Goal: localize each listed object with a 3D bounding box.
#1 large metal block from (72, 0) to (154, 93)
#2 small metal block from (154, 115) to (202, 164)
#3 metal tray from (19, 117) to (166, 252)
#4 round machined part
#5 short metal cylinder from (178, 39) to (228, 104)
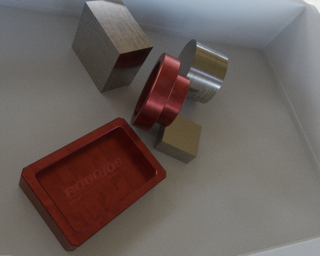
[{"bbox_3d":[-0.065,-0.105,0.401,0.050,0.080,0.080,-24,75,-37],"label":"large metal block"},{"bbox_3d":[0.025,0.013,0.413,0.050,0.025,0.050,25,53,-13],"label":"small metal block"},{"bbox_3d":[-0.067,0.054,0.334,0.131,0.030,0.090,-33,80,-38],"label":"metal tray"},{"bbox_3d":[0.003,-0.040,0.386,0.042,0.097,0.098,24,53,-11],"label":"round machined part"},{"bbox_3d":[0.055,-0.081,0.451,0.050,0.080,0.080,20,54,-17],"label":"short metal cylinder"}]
